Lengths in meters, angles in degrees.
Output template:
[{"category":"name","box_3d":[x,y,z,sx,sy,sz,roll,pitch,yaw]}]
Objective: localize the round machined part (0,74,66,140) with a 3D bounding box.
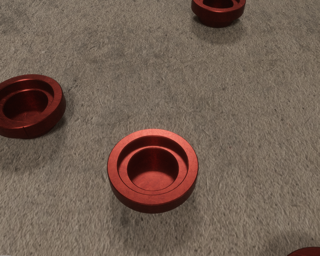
[{"category":"round machined part","box_3d":[-0.174,-0.024,0.410,0.099,0.042,0.098,0,50,0]}]

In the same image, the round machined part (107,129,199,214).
[{"category":"round machined part","box_3d":[-0.008,0.051,0.349,0.099,0.042,0.098,0,50,0]}]

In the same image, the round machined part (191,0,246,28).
[{"category":"round machined part","box_3d":[0.108,-0.225,0.583,0.099,0.042,0.098,0,50,0]}]

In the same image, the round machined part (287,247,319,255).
[{"category":"round machined part","box_3d":[0.138,0.157,0.262,0.099,0.042,0.098,0,50,0]}]
